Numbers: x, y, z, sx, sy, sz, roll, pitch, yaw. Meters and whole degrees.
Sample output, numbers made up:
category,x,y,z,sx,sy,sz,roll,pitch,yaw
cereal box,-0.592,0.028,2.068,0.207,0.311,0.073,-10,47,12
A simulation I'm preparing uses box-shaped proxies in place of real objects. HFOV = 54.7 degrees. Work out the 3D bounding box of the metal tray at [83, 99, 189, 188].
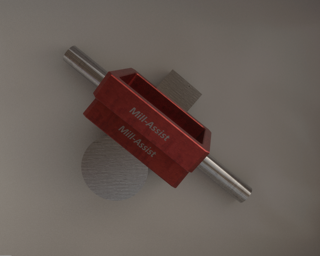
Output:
category,x,y,z,sx,sy,sz,roll,pitch,yaw
metal tray,-0.024,0.014,0.377,0.130,0.090,0.030,39,90,-1

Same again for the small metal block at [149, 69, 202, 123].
category,x,y,z,sx,sy,sz,roll,pitch,yaw
small metal block,0.019,-0.041,0.410,0.050,0.025,0.050,41,90,-1

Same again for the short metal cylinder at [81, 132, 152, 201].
category,x,y,z,sx,sy,sz,roll,pitch,yaw
short metal cylinder,-0.052,0.045,0.391,0.080,0.050,0.079,1,97,5

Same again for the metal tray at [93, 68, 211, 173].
category,x,y,z,sx,sy,sz,roll,pitch,yaw
metal tray,-0.002,-0.015,0.352,0.130,0.090,0.030,39,107,-1

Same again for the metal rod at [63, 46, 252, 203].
category,x,y,z,sx,sy,sz,roll,pitch,yaw
metal rod,-0.003,-0.005,0.411,0.300,0.025,0.025,39,90,-1
